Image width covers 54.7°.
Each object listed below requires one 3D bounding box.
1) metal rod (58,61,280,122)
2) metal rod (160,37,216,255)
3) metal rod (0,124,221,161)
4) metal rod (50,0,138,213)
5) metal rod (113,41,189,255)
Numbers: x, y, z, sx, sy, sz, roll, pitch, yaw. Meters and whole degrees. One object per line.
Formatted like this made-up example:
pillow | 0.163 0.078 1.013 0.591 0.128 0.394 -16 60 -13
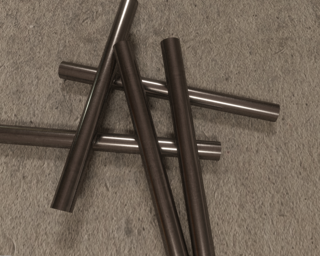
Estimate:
metal rod | 0.010 -0.051 0.426 0.302 0.025 0.025 12 71 4
metal rod | 0.034 0.035 0.370 0.025 0.025 0.298 -8 80 -3
metal rod | -0.074 0.018 0.400 0.302 0.025 0.025 4 70 1
metal rod | -0.077 -0.045 0.395 0.025 0.025 0.299 12 70 4
metal rod | -0.009 0.036 0.370 0.025 0.025 0.299 -14 80 -6
